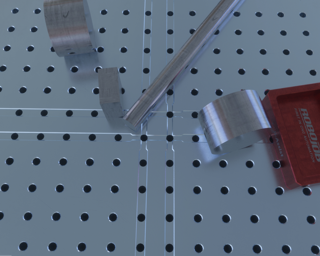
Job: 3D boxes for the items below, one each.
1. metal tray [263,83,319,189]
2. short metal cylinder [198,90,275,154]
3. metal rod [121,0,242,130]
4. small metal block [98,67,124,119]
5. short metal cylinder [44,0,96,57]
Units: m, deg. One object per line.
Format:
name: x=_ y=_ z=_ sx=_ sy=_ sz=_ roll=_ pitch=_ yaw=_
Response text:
metal tray: x=0.197 y=0.008 z=0.407 sx=0.091 sy=0.030 sz=0.130 roll=-9 pitch=70 yaw=-4
short metal cylinder: x=0.093 y=-0.005 z=0.385 sx=0.081 sy=0.080 sz=0.050 roll=-16 pitch=71 yaw=-6
metal rod: x=0.047 y=-0.118 z=0.455 sx=0.025 sy=0.025 sz=0.300 roll=35 pitch=73 yaw=11
small metal block: x=-0.065 y=-0.046 z=0.415 sx=0.025 sy=0.050 sz=0.050 roll=-7 pitch=70 yaw=-2
short metal cylinder: x=-0.124 y=-0.143 z=0.434 sx=0.050 sy=0.080 sz=0.080 roll=-10 pitch=70 yaw=-3
